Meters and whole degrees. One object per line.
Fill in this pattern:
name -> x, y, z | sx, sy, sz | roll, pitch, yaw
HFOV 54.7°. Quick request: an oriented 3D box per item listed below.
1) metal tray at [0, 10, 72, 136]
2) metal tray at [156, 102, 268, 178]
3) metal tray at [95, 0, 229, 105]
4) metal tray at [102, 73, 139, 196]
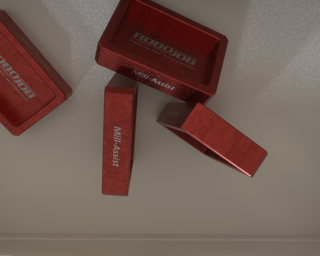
metal tray -> -0.186, -0.065, 0.381 | 0.090, 0.030, 0.130 | -35, 107, 11
metal tray -> 0.051, 0.008, 0.358 | 0.090, 0.130, 0.030 | 35, 87, -12
metal tray -> 0.006, -0.088, 0.346 | 0.131, 0.090, 0.030 | 22, 151, -9
metal tray -> -0.047, 0.005, 0.377 | 0.030, 0.090, 0.129 | 5, 110, -2
